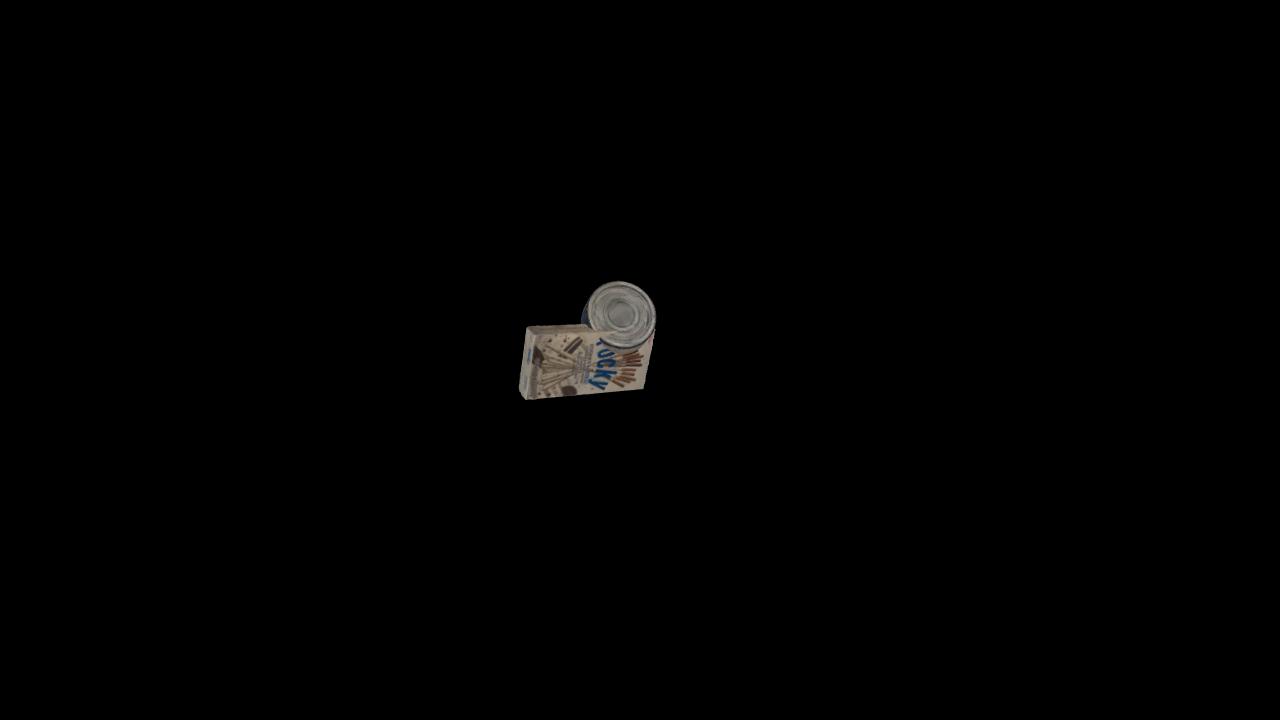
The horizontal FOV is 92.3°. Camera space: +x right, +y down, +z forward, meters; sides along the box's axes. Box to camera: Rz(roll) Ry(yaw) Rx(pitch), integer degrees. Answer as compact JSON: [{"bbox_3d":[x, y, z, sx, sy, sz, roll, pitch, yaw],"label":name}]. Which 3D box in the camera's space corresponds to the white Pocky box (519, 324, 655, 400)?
[{"bbox_3d":[-0.059,-0.001,0.706,0.154,0.084,0.028,-4,29,-31],"label":"white Pocky box"}]

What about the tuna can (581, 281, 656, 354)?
[{"bbox_3d":[-0.024,-0.048,0.712,0.084,0.084,0.034,0,-16,-15],"label":"tuna can"}]
